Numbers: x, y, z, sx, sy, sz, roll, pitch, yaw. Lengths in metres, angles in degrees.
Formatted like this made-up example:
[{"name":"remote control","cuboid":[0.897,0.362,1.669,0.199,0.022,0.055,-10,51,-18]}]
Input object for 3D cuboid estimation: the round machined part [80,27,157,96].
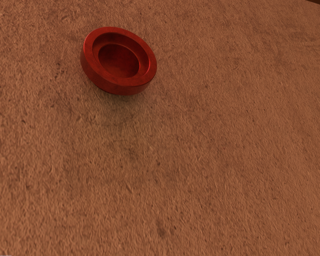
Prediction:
[{"name":"round machined part","cuboid":[-0.057,-0.084,0.413,0.099,0.042,0.098,13,56,-21]}]
